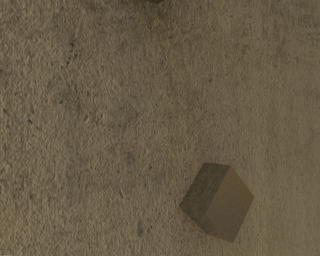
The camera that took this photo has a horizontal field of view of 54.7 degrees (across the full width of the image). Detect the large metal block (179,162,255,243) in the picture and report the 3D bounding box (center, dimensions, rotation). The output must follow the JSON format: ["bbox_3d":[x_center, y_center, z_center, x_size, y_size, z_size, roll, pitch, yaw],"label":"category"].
[{"bbox_3d":[0.087,0.109,0.461,0.080,0.050,0.080,50,61,-29],"label":"large metal block"}]

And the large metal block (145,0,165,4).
[{"bbox_3d":[0.002,-0.206,0.370,0.050,0.080,0.080,-1,91,-40],"label":"large metal block"}]
